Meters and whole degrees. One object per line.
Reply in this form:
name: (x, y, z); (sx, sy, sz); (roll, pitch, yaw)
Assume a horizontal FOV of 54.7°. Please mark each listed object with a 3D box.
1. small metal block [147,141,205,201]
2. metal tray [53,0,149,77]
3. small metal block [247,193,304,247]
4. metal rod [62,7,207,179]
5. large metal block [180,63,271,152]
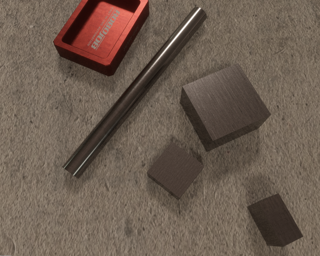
small metal block: (0.019, 0.054, 0.389); (0.050, 0.025, 0.050); (37, 74, 12)
metal tray: (-0.083, -0.150, 0.459); (0.090, 0.030, 0.130); (24, 71, 8)
small metal block: (0.130, 0.107, 0.357); (0.025, 0.050, 0.050); (-23, 72, -8)
metal rod: (-0.026, -0.059, 0.429); (0.025, 0.025, 0.300); (34, 73, 11)
large metal block: (0.082, -0.026, 0.405); (0.080, 0.050, 0.080); (-24, 72, -9)
